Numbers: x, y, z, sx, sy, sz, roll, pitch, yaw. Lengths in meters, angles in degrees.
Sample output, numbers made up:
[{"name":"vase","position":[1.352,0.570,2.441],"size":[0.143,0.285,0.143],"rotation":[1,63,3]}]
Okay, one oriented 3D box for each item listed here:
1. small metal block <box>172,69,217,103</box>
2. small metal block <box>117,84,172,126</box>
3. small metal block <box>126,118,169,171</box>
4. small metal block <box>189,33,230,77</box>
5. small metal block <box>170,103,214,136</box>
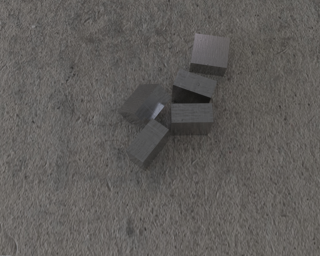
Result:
[{"name":"small metal block","position":[0.044,-0.048,0.413],"size":[0.050,0.050,0.025],"rotation":[20,72,7]},{"name":"small metal block","position":[-0.021,-0.031,0.403],"size":[0.025,0.050,0.050],"rotation":[46,72,-27]},{"name":"small metal block","position":[-0.014,0.022,0.387],"size":[0.025,0.050,0.050],"rotation":[35,74,11]},{"name":"small metal block","position":[0.071,-0.105,0.447],"size":[0.050,0.025,0.050],"rotation":[9,70,3]},{"name":"small metal block","position":[0.039,-0.010,0.399],"size":[0.050,0.050,0.025],"rotation":[-1,70,0]}]
